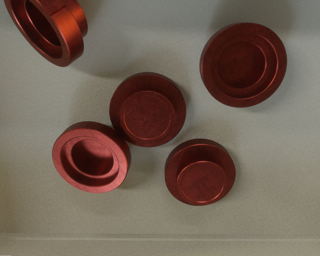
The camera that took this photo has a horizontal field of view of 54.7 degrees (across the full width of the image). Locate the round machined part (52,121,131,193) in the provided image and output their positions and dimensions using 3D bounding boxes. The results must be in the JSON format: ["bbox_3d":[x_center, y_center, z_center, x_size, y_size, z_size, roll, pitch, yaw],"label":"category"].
[{"bbox_3d":[-0.086,0.034,0.407,0.099,0.042,0.097,4,118,7],"label":"round machined part"}]

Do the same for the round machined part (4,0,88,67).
[{"bbox_3d":[-0.118,-0.119,0.337,0.042,0.098,0.098,-47,109,-26],"label":"round machined part"}]

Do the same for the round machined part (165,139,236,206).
[{"bbox_3d":[0.056,0.067,0.428,0.099,0.042,0.097,0,110,-1],"label":"round machined part"}]

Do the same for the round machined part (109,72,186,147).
[{"bbox_3d":[-0.016,-0.019,0.395,0.099,0.042,0.097,0,110,-1],"label":"round machined part"}]

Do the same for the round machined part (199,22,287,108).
[{"bbox_3d":[0.097,-0.077,0.375,0.099,0.042,0.097,0,110,-1],"label":"round machined part"}]
